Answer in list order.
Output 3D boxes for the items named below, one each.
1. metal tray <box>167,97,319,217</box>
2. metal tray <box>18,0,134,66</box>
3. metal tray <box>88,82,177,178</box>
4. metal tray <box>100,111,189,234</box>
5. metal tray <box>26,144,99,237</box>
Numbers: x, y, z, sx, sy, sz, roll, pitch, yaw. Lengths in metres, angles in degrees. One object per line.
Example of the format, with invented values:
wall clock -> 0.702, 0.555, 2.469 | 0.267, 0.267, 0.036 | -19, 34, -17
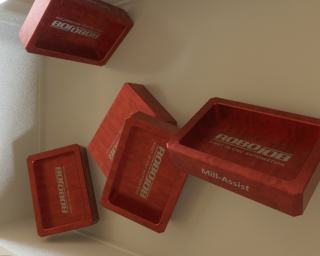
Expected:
metal tray -> 0.084, 0.018, 0.294 | 0.130, 0.090, 0.030 | 18, 139, 38
metal tray -> -0.112, -0.136, 0.428 | 0.090, 0.131, 0.030 | -45, 63, 30
metal tray -> -0.044, 0.013, 0.438 | 0.090, 0.030, 0.129 | 49, 119, 28
metal tray -> -0.013, 0.055, 0.383 | 0.090, 0.030, 0.129 | 23, 110, 9
metal tray -> -0.157, 0.099, 0.499 | 0.090, 0.030, 0.129 | -15, 78, 4
